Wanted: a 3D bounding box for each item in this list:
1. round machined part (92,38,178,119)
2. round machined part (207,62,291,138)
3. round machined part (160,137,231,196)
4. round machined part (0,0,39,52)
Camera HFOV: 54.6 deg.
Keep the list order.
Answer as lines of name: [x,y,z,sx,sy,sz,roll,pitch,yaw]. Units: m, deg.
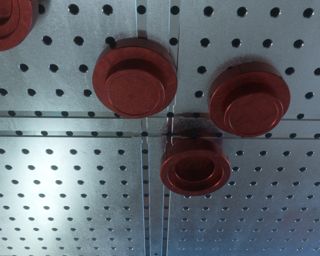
round machined part: [-0.029,-0.049,0.358,0.099,0.042,0.097,0,130,0]
round machined part: [0.109,-0.027,0.378,0.099,0.042,0.097,0,130,0]
round machined part: [0.049,0.051,0.444,0.099,0.042,0.097,0,130,0]
round machined part: [-0.165,-0.126,0.292,0.099,0.042,0.097,0,130,0]
